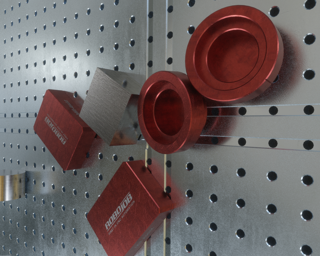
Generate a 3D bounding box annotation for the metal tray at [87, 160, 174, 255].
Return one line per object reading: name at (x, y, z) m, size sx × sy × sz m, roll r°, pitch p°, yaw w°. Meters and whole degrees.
metal tray at (-0.048, 0.121, 0.446) m, size 0.090 × 0.030 × 0.129 m, roll 50°, pitch 119°, yaw 28°

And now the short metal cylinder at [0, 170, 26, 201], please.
short metal cylinder at (-0.322, 0.116, 0.639) m, size 0.080 × 0.081 × 0.050 m, roll 2°, pitch 92°, yaw 40°

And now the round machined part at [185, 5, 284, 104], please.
round machined part at (0.080, -0.073, 0.327) m, size 0.098 × 0.042 × 0.097 m, roll -3°, pitch 84°, yaw 33°

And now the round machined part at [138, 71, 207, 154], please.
round machined part at (0.018, -0.019, 0.375) m, size 0.098 × 0.042 × 0.097 m, roll 8°, pitch 101°, yaw 50°

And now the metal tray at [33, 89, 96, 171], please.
metal tray at (-0.171, 0.001, 0.548) m, size 0.130 × 0.030 × 0.089 m, roll 42°, pitch 115°, yaw 32°

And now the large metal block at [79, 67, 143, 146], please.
large metal block at (-0.062, -0.031, 0.444) m, size 0.080 × 0.050 × 0.079 m, roll 39°, pitch 114°, yaw 33°
